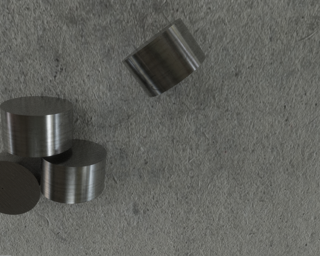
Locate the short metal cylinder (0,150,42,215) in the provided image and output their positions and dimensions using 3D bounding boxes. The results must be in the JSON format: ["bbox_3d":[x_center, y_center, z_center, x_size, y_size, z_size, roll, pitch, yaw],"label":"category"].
[{"bbox_3d":[-0.194,0.069,0.420,0.081,0.050,0.079,0,110,0],"label":"short metal cylinder"}]

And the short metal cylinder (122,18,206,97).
[{"bbox_3d":[0.004,-0.079,0.351,0.080,0.080,0.050,-34,107,11],"label":"short metal cylinder"}]

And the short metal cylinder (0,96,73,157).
[{"bbox_3d":[-0.148,-0.004,0.377,0.081,0.080,0.050,5,110,-2],"label":"short metal cylinder"}]

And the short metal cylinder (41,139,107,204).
[{"bbox_3d":[-0.111,0.053,0.399,0.081,0.080,0.050,7,110,-3],"label":"short metal cylinder"}]
